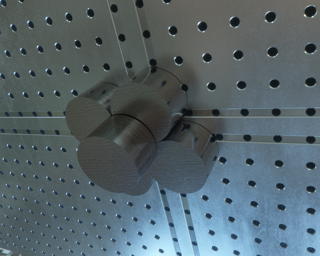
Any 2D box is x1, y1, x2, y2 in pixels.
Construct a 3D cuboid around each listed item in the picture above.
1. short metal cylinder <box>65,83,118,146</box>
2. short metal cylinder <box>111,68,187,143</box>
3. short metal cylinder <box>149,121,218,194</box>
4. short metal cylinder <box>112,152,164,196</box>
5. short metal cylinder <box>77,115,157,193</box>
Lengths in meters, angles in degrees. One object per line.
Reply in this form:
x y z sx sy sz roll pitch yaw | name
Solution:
-0.081 -0.016 0.425 0.080 0.050 0.079 13 124 20 | short metal cylinder
-0.013 -0.028 0.382 0.080 0.050 0.079 13 124 20 | short metal cylinder
0.030 0.038 0.401 0.080 0.050 0.079 13 124 20 | short metal cylinder
-0.038 0.049 0.443 0.080 0.050 0.079 13 124 20 | short metal cylinder
-0.051 0.031 0.372 0.080 0.050 0.079 13 125 19 | short metal cylinder
